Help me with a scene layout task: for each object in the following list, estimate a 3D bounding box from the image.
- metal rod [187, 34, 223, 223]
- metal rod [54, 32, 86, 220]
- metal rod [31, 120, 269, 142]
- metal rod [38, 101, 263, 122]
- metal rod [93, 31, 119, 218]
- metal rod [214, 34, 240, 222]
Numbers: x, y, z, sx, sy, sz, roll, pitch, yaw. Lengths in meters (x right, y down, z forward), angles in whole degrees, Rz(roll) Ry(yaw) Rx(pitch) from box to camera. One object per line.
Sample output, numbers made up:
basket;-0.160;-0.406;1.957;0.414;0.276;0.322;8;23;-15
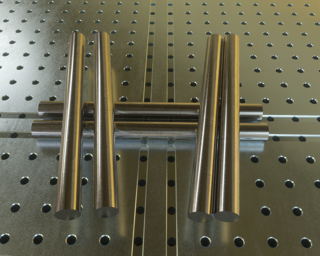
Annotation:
metal rod;0.064;-0.026;0.398;0.025;0.025;0.300;7;50;6
metal rod;-0.111;-0.028;0.399;0.025;0.025;0.300;-6;50;-5
metal rod;-0.013;0.004;0.406;0.302;0.025;0.025;1;50;0
metal rod;-0.013;-0.023;0.428;0.302;0.025;0.025;1;50;0
metal rod;-0.073;-0.030;0.401;0.025;0.025;0.300;-6;50;-5
metal rod;0.090;-0.026;0.399;0.025;0.025;0.300;7;50;6
